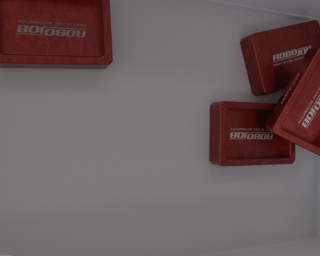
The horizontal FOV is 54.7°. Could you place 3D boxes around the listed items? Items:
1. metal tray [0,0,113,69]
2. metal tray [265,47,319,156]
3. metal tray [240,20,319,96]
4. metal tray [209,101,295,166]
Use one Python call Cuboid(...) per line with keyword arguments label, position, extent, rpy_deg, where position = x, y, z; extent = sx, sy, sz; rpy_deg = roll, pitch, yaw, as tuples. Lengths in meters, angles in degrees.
Cuboid(label="metal tray", position=(-0.125, -0.117, 0.361), extent=(0.131, 0.030, 0.089), rpy_deg=(-3, 91, -20))
Cuboid(label="metal tray", position=(0.221, -0.036, 0.435), extent=(0.090, 0.030, 0.129), rpy_deg=(25, 101, -8))
Cuboid(label="metal tray", position=(0.195, -0.109, 0.479), extent=(0.131, 0.030, 0.089), rpy_deg=(-17, 96, -19))
Cuboid(label="metal tray", position=(0.138, 0.009, 0.458), extent=(0.131, 0.030, 0.089), rpy_deg=(1, 90, -20))
